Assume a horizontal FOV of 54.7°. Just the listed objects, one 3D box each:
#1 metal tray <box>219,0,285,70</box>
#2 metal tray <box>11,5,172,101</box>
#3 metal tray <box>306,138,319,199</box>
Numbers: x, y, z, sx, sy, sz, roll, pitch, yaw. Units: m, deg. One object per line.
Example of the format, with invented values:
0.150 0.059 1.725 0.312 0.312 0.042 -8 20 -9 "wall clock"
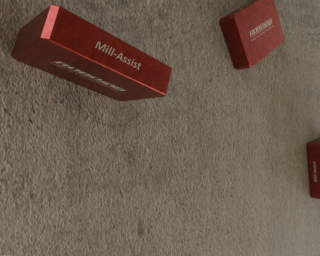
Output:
0.163 -0.168 0.537 0.131 0.030 0.090 -37 113 -34 "metal tray"
-0.065 -0.064 0.307 0.131 0.090 0.030 20 77 -38 "metal tray"
0.380 0.090 0.719 0.091 0.030 0.129 -13 98 -39 "metal tray"
